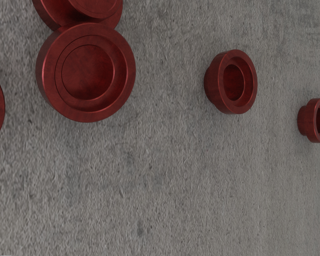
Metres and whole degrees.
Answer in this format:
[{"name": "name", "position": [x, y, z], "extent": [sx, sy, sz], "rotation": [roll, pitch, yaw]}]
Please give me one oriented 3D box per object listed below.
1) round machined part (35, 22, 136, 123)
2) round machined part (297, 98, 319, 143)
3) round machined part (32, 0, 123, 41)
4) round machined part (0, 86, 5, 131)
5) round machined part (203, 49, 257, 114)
[{"name": "round machined part", "position": [-0.077, -0.058, 0.317], "extent": [0.099, 0.042, 0.097], "rotation": [-17, 118, -34]}, {"name": "round machined part", "position": [0.335, -0.016, 0.674], "extent": [0.099, 0.042, 0.097], "rotation": [0, 90, -40]}, {"name": "round machined part", "position": [-0.080, -0.144, 0.326], "extent": [0.099, 0.042, 0.097], "rotation": [0, 90, -40]}, {"name": "round machined part", "position": [-0.180, -0.017, 0.243], "extent": [0.099, 0.042, 0.097], "rotation": [0, 90, -40]}, {"name": "round machined part", "position": [0.106, -0.070, 0.482], "extent": [0.099, 0.042, 0.097], "rotation": [0, 90, -40]}]
